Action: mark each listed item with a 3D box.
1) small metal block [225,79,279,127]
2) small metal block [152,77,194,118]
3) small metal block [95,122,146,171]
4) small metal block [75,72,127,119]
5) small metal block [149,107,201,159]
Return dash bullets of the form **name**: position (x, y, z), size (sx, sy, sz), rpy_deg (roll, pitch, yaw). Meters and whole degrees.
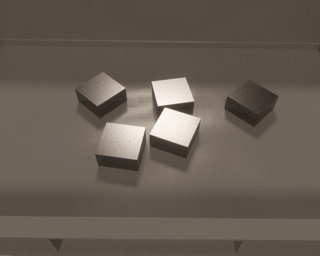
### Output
- **small metal block**: position (0.129, -0.036, 0.437), size (0.050, 0.025, 0.050), rpy_deg (37, 59, 26)
- **small metal block**: position (0.017, -0.044, 0.442), size (0.050, 0.025, 0.050), rpy_deg (-8, 51, -7)
- **small metal block**: position (-0.047, 0.023, 0.385), size (0.050, 0.025, 0.050), rpy_deg (7, 50, 6)
- **small metal block**: position (-0.084, -0.048, 0.444), size (0.050, 0.025, 0.050), rpy_deg (37, 59, 26)
- **small metal block**: position (0.020, 0.006, 0.401), size (0.050, 0.025, 0.050), rpy_deg (18, 52, 14)
